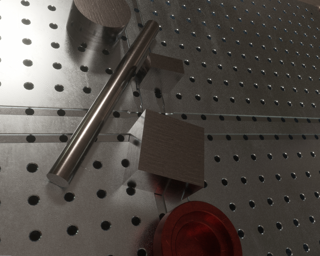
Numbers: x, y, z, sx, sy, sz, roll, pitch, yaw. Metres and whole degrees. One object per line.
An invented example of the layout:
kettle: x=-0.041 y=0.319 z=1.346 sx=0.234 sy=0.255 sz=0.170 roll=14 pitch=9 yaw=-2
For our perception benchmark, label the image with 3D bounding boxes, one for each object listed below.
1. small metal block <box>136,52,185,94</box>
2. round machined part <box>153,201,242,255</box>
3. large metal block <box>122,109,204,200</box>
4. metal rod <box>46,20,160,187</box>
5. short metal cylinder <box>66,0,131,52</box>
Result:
small metal block: x=0.000 y=-0.076 z=0.440 sx=0.050 sy=0.050 sz=0.025 roll=7 pitch=59 yaw=-25
round machined part: x=0.037 y=0.133 z=0.338 sx=0.099 sy=0.042 sz=0.098 roll=14 pitch=56 yaw=-21
large metal block: x=0.006 y=0.033 z=0.377 sx=0.081 sy=0.050 sz=0.080 roll=18 pitch=55 yaw=-18
metal rod: x=-0.059 y=-0.055 z=0.411 sx=0.025 sy=0.025 sz=0.300 roll=30 pitch=52 yaw=-9
short metal cylinder: x=-0.088 y=-0.156 z=0.441 sx=0.081 sy=0.050 sz=0.080 roll=14 pitch=56 yaw=-21
